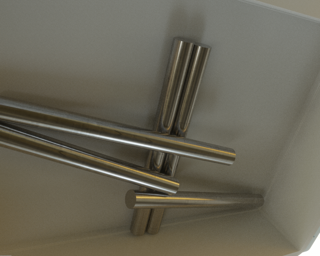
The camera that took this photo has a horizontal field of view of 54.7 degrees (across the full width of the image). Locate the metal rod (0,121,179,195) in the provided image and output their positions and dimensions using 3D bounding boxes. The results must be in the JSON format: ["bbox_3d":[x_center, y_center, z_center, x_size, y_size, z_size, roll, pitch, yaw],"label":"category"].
[{"bbox_3d":[-0.100,0.032,0.356,0.302,0.025,0.025,23,106,-31],"label":"metal rod"}]

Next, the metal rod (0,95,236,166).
[{"bbox_3d":[-0.033,0.010,0.371,0.302,0.025,0.025,13,112,-27],"label":"metal rod"}]

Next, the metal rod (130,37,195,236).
[{"bbox_3d":[-0.004,0.029,0.422,0.025,0.025,0.298,-1,119,-28],"label":"metal rod"}]

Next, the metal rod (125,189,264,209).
[{"bbox_3d":[0.076,0.116,0.500,0.302,0.025,0.025,12,113,-40],"label":"metal rod"}]

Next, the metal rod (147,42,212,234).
[{"bbox_3d":[0.019,0.031,0.436,0.025,0.025,0.298,-1,119,-28],"label":"metal rod"}]
